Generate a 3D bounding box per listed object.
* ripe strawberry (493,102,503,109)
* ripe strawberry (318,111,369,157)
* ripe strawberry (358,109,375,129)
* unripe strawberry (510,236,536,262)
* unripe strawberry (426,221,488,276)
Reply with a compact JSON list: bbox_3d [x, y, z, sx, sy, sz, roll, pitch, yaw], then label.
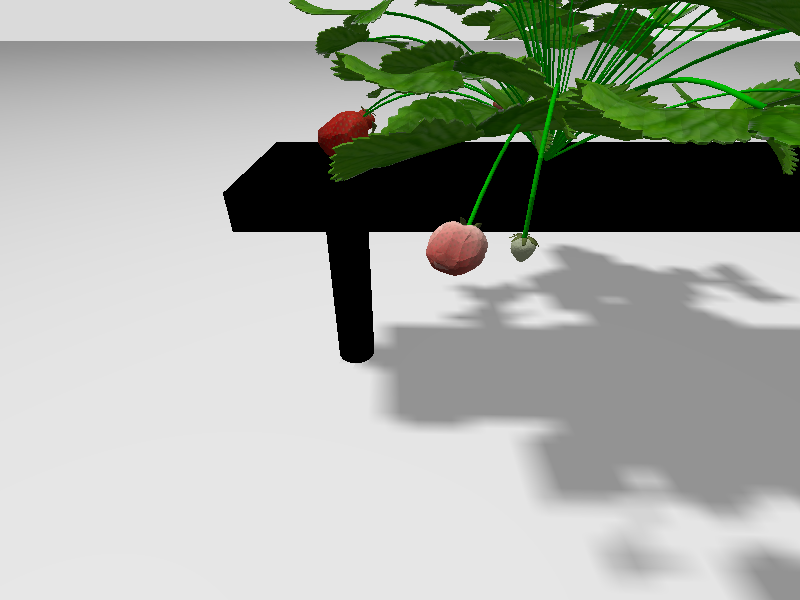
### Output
[{"bbox_3d":[0.133,-0.259,0.529,0.021,0.018,0.021,1,0,2],"label":"ripe strawberry"},{"bbox_3d":[-0.046,-0.131,0.326,0.043,0.042,0.040,-2,34,-2],"label":"ripe strawberry"},{"bbox_3d":[-0.037,-0.193,0.431,0.019,0.021,0.020,-39,-14,-42],"label":"ripe strawberry"},{"bbox_3d":[0.055,-0.023,0.179,0.011,0.012,0.011,12,36,17],"label":"unripe strawberry"},{"bbox_3d":[0.024,-0.021,0.177,0.027,0.024,0.025,17,48,23],"label":"unripe strawberry"}]
